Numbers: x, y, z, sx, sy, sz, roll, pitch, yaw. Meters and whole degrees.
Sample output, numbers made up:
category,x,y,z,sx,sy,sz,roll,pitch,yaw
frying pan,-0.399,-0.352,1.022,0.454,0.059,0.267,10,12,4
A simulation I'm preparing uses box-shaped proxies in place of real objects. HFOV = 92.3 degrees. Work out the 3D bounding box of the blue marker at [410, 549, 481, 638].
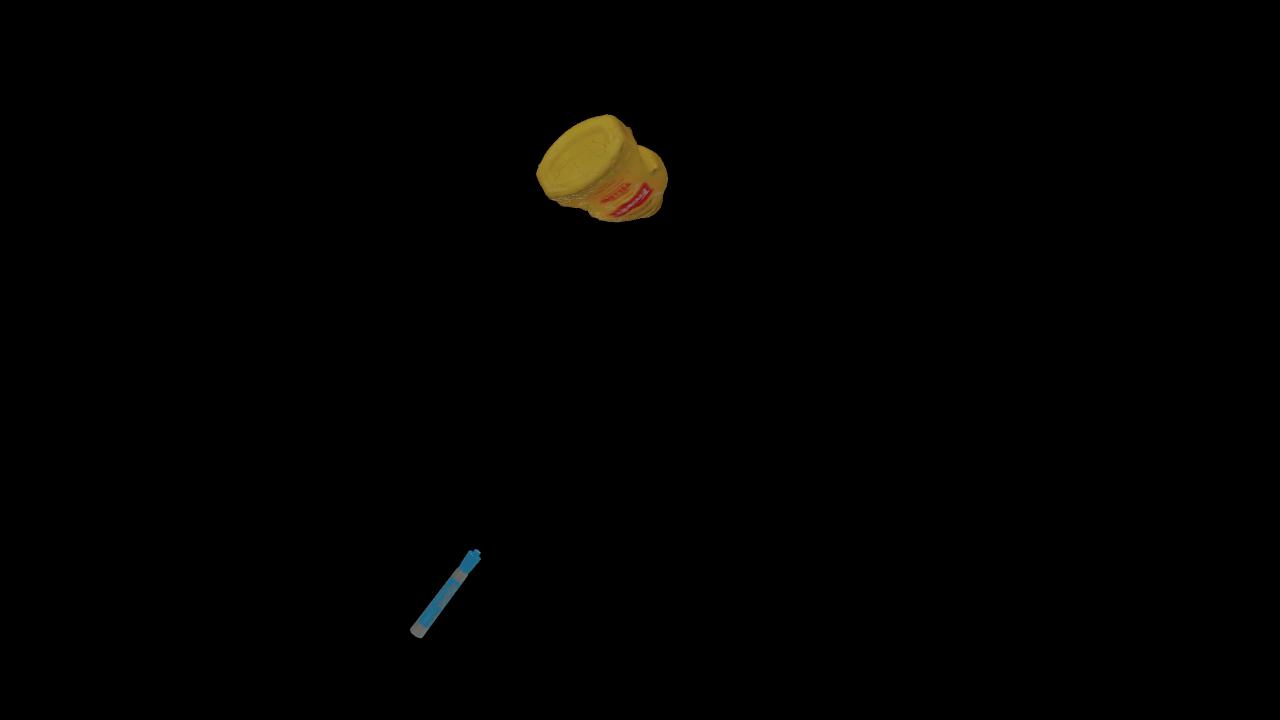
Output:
category,x,y,z,sx,sy,sz,roll,pitch,yaw
blue marker,-0.241,0.289,0.768,0.020,0.121,0.020,36,-9,7

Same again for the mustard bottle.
category,x,y,z,sx,sy,sz,roll,pitch,yaw
mustard bottle,-0.019,-0.176,0.608,0.092,0.054,0.184,-37,-12,18
